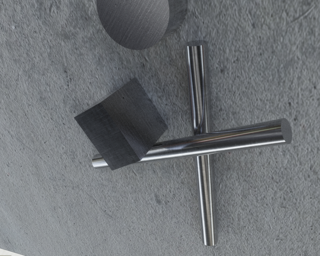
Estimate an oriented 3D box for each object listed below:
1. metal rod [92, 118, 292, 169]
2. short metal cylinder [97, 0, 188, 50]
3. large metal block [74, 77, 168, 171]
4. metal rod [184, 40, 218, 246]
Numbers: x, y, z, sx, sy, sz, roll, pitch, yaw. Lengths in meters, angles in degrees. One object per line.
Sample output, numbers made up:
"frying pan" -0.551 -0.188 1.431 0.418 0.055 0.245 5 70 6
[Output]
"metal rod" 0.011 0.028 0.391 0.299 0.025 0.025 -13 112 42
"short metal cylinder" -0.017 -0.127 0.321 0.080 0.050 0.079 13 124 21
"large metal block" -0.045 -0.007 0.391 0.050 0.080 0.080 -23 106 36
"metal rod" 0.057 0.040 0.401 0.025 0.025 0.298 6 121 25
